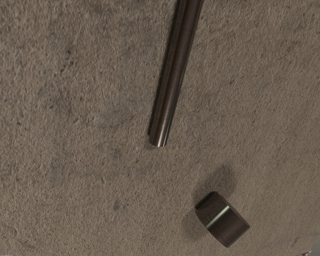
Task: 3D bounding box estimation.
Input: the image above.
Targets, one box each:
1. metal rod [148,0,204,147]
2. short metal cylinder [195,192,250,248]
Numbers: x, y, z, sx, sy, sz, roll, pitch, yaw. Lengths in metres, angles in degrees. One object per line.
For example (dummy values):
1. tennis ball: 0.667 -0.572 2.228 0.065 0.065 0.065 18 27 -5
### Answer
1. metal rod: 0.028 -0.112 0.354 0.025 0.025 0.298 -1 119 -28
2. short metal cylinder: 0.106 0.155 0.528 0.050 0.080 0.080 -45 130 3
